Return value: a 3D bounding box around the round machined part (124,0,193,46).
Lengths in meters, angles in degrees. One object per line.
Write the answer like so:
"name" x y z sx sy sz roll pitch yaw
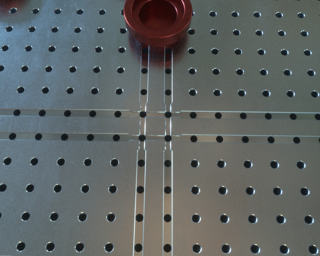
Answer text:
"round machined part" -0.003 -0.163 0.462 0.099 0.042 0.098 0 70 -1
